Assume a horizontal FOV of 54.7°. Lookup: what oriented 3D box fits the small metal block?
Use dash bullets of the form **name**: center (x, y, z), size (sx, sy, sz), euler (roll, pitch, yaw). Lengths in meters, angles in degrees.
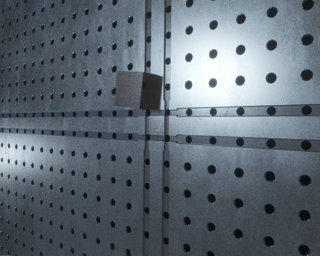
- **small metal block**: center (-0.036, -0.053, 0.437), size (0.050, 0.025, 0.050), euler (10, 97, 39)
